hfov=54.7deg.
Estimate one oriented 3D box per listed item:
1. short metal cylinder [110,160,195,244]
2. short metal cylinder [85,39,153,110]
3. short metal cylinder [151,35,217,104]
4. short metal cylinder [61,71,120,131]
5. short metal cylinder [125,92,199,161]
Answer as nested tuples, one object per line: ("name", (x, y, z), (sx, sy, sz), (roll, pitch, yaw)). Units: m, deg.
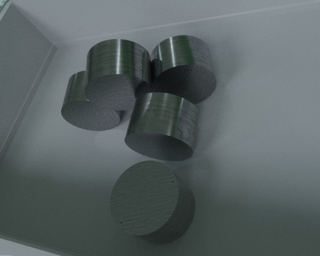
("short metal cylinder", (-0.007, 0.083, 0.343), (0.080, 0.050, 0.080), (-13, 56, 21))
("short metal cylinder", (-0.050, -0.063, 0.382), (0.080, 0.080, 0.050), (-14, 62, 20))
("short metal cylinder", (0.029, -0.071, 0.399), (0.080, 0.080, 0.050), (-17, 55, 19))
("short metal cylinder", (-0.095, -0.037, 0.443), (0.080, 0.080, 0.050), (-11, 57, 22))
("short metal cylinder", (0.003, 0.001, 0.368), (0.080, 0.080, 0.050), (-2, 61, 27))
